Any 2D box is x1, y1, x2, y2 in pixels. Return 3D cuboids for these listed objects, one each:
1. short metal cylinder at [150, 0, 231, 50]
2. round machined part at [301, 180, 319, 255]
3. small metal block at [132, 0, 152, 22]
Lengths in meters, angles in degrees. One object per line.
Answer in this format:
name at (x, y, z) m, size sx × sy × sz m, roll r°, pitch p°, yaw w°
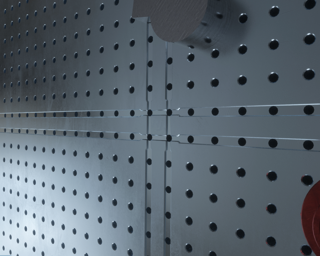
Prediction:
short metal cylinder at (0.035, -0.136, 0.364) m, size 0.080 × 0.050 × 0.079 m, roll 0°, pitch 90°, yaw 40°
round machined part at (0.169, 0.083, 0.258) m, size 0.098 × 0.042 × 0.097 m, roll 0°, pitch 90°, yaw 40°
small metal block at (-0.009, -0.172, 0.417) m, size 0.050 × 0.025 × 0.050 m, roll 12°, pitch 98°, yaw 39°
